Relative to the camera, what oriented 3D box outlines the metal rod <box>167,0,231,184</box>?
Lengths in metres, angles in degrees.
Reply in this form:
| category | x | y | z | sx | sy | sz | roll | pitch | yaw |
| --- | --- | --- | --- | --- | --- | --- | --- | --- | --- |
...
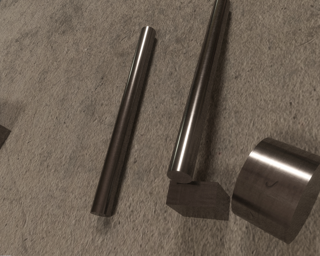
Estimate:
| category | x | y | z | sx | sy | sz | roll | pitch | yaw |
| --- | --- | --- | --- | --- | --- | --- | --- | --- | --- |
| metal rod | 0.057 | -0.070 | 0.384 | 0.025 | 0.025 | 0.300 | -2 | 51 | 27 |

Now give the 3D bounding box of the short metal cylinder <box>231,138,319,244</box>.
| category | x | y | z | sx | sy | sz | roll | pitch | yaw |
| --- | --- | --- | --- | --- | --- | --- | --- | --- | --- |
| short metal cylinder | 0.108 | 0.054 | 0.278 | 0.050 | 0.080 | 0.080 | 24 | 75 | 36 |

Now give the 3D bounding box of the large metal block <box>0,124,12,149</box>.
| category | x | y | z | sx | sy | sz | roll | pitch | yaw |
| --- | --- | --- | --- | --- | --- | --- | --- | --- | --- |
| large metal block | -0.325 | 0.002 | 0.534 | 0.080 | 0.080 | 0.050 | 11 | 67 | 32 |

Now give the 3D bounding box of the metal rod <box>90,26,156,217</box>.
| category | x | y | z | sx | sy | sz | roll | pitch | yaw |
| --- | --- | --- | --- | --- | --- | --- | --- | --- | --- |
| metal rod | -0.046 | -0.026 | 0.442 | 0.025 | 0.025 | 0.299 | -3 | 60 | 26 |

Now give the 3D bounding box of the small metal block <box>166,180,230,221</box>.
| category | x | y | z | sx | sy | sz | roll | pitch | yaw |
| --- | --- | --- | --- | --- | --- | --- | --- | --- | --- |
| small metal block | 0.041 | 0.075 | 0.320 | 0.050 | 0.050 | 0.025 | -3 | 61 | 26 |
